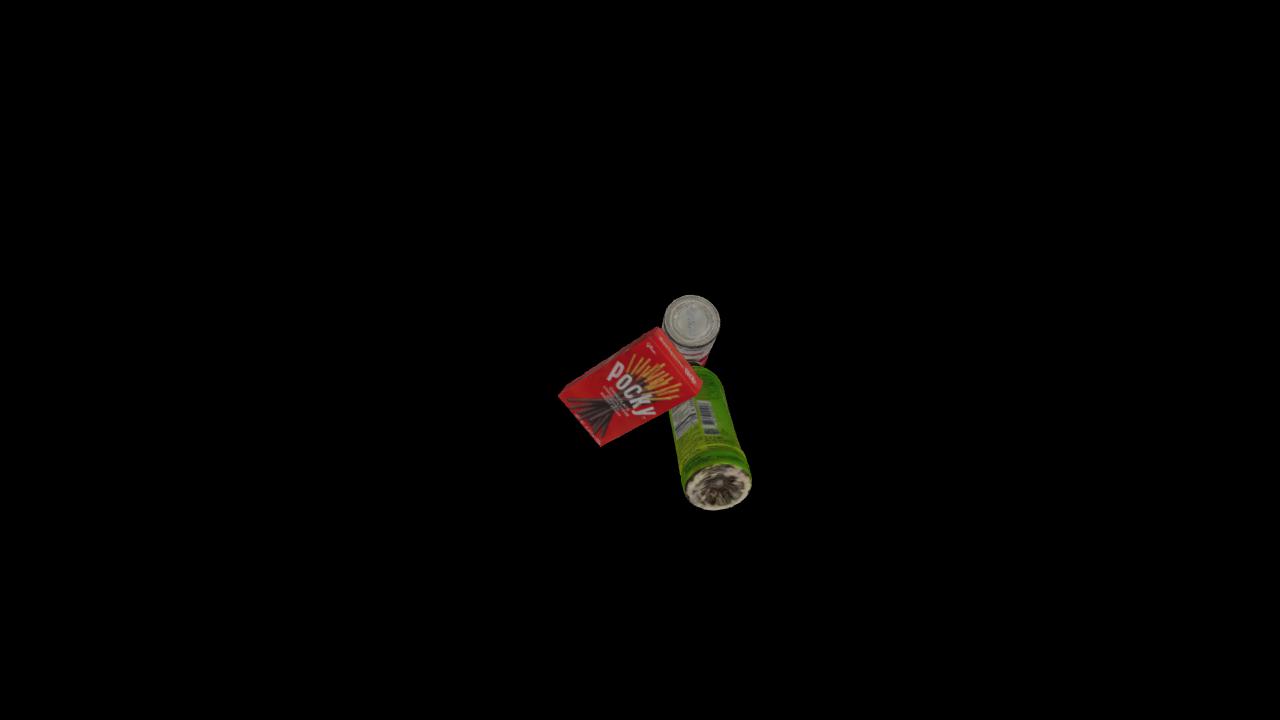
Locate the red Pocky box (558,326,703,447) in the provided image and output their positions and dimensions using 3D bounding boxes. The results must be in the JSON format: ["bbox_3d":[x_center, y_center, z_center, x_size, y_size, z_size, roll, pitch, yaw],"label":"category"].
[{"bbox_3d":[-0.014,0.033,0.682,0.155,0.083,0.028,-32,11,34],"label":"red Pocky box"}]

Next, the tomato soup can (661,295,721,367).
[{"bbox_3d":[0.058,-0.029,0.745,0.068,0.068,0.101,0,-20,-4],"label":"tomato soup can"}]

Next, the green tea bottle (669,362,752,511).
[{"bbox_3d":[0.067,0.063,0.677,0.073,0.073,0.212,0,38,-6],"label":"green tea bottle"}]
